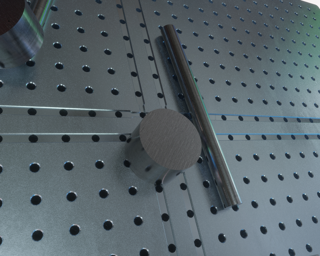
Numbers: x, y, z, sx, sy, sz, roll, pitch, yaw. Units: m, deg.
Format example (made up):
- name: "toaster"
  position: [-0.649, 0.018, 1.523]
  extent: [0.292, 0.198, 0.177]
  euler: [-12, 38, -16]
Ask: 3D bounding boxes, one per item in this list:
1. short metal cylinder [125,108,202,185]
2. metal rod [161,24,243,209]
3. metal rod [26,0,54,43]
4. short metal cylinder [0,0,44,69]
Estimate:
- name: "short metal cylinder"
  position: [0.003, 0.023, 0.380]
  extent: [0.081, 0.050, 0.080]
  euler: [13, 56, -21]
- name: "metal rod"
  position: [0.053, -0.031, 0.455]
  extent: [0.025, 0.025, 0.299]
  euler: [-3, 63, -30]
- name: "metal rod"
  position: [-0.159, -0.222, 0.457]
  extent: [0.025, 0.025, 0.300]
  euler: [16, 55, -19]
- name: "short metal cylinder"
  position: [-0.179, -0.113, 0.344]
  extent: [0.080, 0.050, 0.080]
  euler: [-1, 68, 2]
